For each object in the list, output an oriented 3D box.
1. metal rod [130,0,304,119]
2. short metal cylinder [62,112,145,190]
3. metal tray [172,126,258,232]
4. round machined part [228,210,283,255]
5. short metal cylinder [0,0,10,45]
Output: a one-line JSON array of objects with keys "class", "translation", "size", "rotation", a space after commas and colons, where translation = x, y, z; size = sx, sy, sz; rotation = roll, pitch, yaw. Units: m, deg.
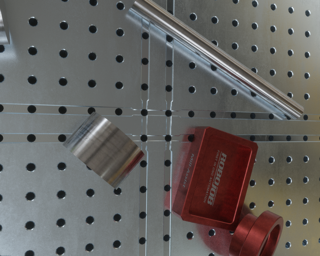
[{"class": "metal rod", "translation": [0.093, -0.094, 0.446], "size": [0.301, 0.025, 0.025], "rotation": [29, 81, -18]}, {"class": "short metal cylinder", "translation": [-0.064, 0.026, 0.360], "size": [0.080, 0.080, 0.050], "rotation": [44, 76, -15]}, {"class": "metal tray", "translation": [0.080, 0.071, 0.439], "size": [0.091, 0.030, 0.129], "rotation": [18, 84, -19]}, {"class": "round machined part", "translation": [0.132, 0.161, 0.436], "size": [0.099, 0.042, 0.097], "rotation": [-27, 127, -42]}, {"class": "short metal cylinder", "translation": [-0.187, -0.124, 0.314], "size": [0.050, 0.080, 0.080], "rotation": [-9, 93, -20]}]
